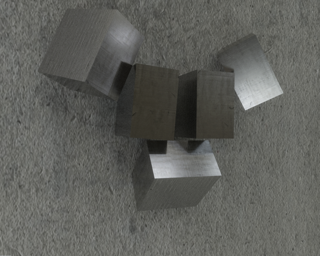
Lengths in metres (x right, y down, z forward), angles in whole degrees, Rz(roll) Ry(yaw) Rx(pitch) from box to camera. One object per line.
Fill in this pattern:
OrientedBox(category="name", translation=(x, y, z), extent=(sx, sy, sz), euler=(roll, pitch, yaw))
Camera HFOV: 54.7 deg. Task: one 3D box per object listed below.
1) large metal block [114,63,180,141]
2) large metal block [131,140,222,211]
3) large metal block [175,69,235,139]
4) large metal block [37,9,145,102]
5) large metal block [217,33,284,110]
OrientedBox(category="large metal block", translation=(-0.019, -0.028, 0.375), extent=(0.050, 0.080, 0.080), euler=(5, 88, -20))
OrientedBox(category="large metal block", translation=(0.016, 0.059, 0.382), extent=(0.081, 0.079, 0.050), euler=(1, 51, -20))
OrientedBox(category="large metal block", translation=(0.052, -0.028, 0.402), extent=(0.050, 0.080, 0.079), euler=(1, 90, -20))
OrientedBox(category="large metal block", translation=(-0.076, -0.082, 0.344), extent=(0.050, 0.080, 0.080), euler=(32, 77, -54))
OrientedBox(category="large metal block", translation=(0.120, -0.079, 0.420), extent=(0.050, 0.080, 0.080), euler=(-26, 101, 20))
